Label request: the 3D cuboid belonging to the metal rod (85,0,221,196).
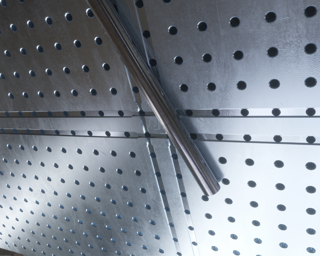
[{"bbox_3d":[-0.004,-0.038,0.388,0.025,0.025,0.299,-21,107,35],"label":"metal rod"}]
